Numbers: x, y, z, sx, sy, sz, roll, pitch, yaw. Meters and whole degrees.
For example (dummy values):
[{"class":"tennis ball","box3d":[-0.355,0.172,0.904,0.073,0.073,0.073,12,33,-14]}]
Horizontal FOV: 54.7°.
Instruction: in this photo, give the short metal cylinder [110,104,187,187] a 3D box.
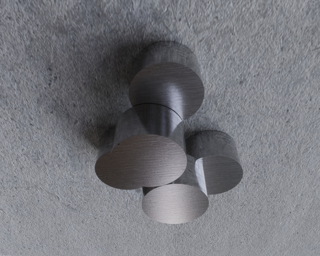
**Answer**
[{"class":"short metal cylinder","box3d":[-0.012,0.020,0.342,0.080,0.050,0.079,0,130,0]}]

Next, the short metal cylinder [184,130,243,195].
[{"class":"short metal cylinder","box3d":[0.071,0.049,0.434,0.081,0.050,0.079,0,130,0]}]

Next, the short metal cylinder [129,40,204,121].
[{"class":"short metal cylinder","box3d":[0.007,-0.051,0.349,0.081,0.050,0.079,0,130,0]}]

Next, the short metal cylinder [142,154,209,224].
[{"class":"short metal cylinder","box3d":[0.018,0.077,0.391,0.081,0.050,0.079,-1,130,0]}]

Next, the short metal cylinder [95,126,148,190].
[{"class":"short metal cylinder","box3d":[-0.045,0.040,0.426,0.081,0.050,0.079,0,130,0]}]
